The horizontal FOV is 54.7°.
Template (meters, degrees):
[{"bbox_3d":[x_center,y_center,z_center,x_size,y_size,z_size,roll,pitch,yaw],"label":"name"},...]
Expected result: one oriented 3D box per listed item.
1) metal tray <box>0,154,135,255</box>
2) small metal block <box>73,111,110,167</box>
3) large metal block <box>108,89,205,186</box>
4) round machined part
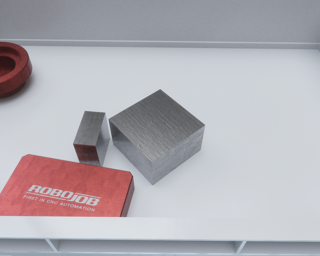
[{"bbox_3d":[-0.102,0.082,0.332,0.131,0.030,0.090,9,50,7],"label":"metal tray"},{"bbox_3d":[-0.081,0.015,0.375,0.025,0.050,0.050,5,50,4],"label":"small metal block"},{"bbox_3d":[-0.004,0.009,0.381,0.080,0.050,0.080,-33,58,-25],"label":"large metal block"},{"bbox_3d":[-0.240,-0.081,0.458,0.099,0.042,0.098,2,50,-2],"label":"round machined part"}]
